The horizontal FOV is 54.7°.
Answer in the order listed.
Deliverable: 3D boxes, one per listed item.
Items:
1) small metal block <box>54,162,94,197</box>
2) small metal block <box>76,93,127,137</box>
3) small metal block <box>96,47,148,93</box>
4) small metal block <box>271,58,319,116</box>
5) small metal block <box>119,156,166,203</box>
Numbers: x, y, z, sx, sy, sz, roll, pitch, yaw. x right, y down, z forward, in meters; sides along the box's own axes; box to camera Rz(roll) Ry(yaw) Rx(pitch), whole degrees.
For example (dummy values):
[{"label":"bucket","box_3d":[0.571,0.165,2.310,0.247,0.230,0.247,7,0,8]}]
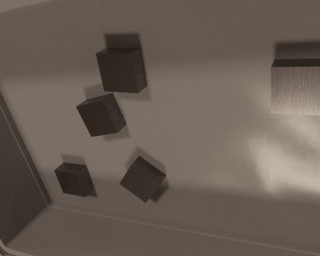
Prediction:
[{"label":"small metal block","box_3d":[-0.149,0.090,0.540,0.050,0.025,0.050,3,120,26]},{"label":"small metal block","box_3d":[-0.083,-0.018,0.440,0.050,0.025,0.050,-9,114,32]},{"label":"small metal block","box_3d":[-0.047,-0.072,0.387,0.050,0.025,0.050,6,121,24]},{"label":"small metal block","box_3d":[0.139,-0.041,0.310,0.050,0.025,0.050,4,121,25]},{"label":"small metal block","box_3d":[-0.026,0.078,0.469,0.050,0.025,0.050,36,129,4]}]
